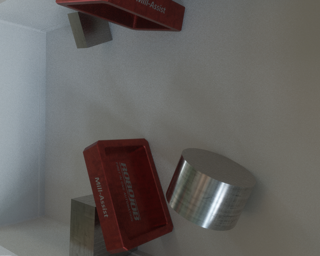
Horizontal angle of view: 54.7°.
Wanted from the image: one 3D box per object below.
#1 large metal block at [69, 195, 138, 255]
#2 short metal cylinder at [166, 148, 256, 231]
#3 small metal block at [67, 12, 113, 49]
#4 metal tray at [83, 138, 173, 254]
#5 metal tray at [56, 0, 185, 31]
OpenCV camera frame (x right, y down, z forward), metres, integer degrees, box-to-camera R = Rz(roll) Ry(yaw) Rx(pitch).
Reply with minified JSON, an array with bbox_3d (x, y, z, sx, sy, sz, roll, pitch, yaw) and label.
[{"bbox_3d":[-0.076,0.136,0.431,0.050,0.081,0.079,4,93,39],"label":"large metal block"},{"bbox_3d":[0.052,0.062,0.326,0.080,0.081,0.050,31,109,35],"label":"short metal cylinder"},{"bbox_3d":[-0.103,-0.150,0.462,0.025,0.050,0.050,10,121,39],"label":"small metal block"},{"bbox_3d":[-0.039,0.080,0.394,0.030,0.091,0.129,-28,73,36],"label":"metal tray"},{"bbox_3d":[-0.043,-0.147,0.372,0.090,0.131,0.030,16,100,38],"label":"metal tray"}]
